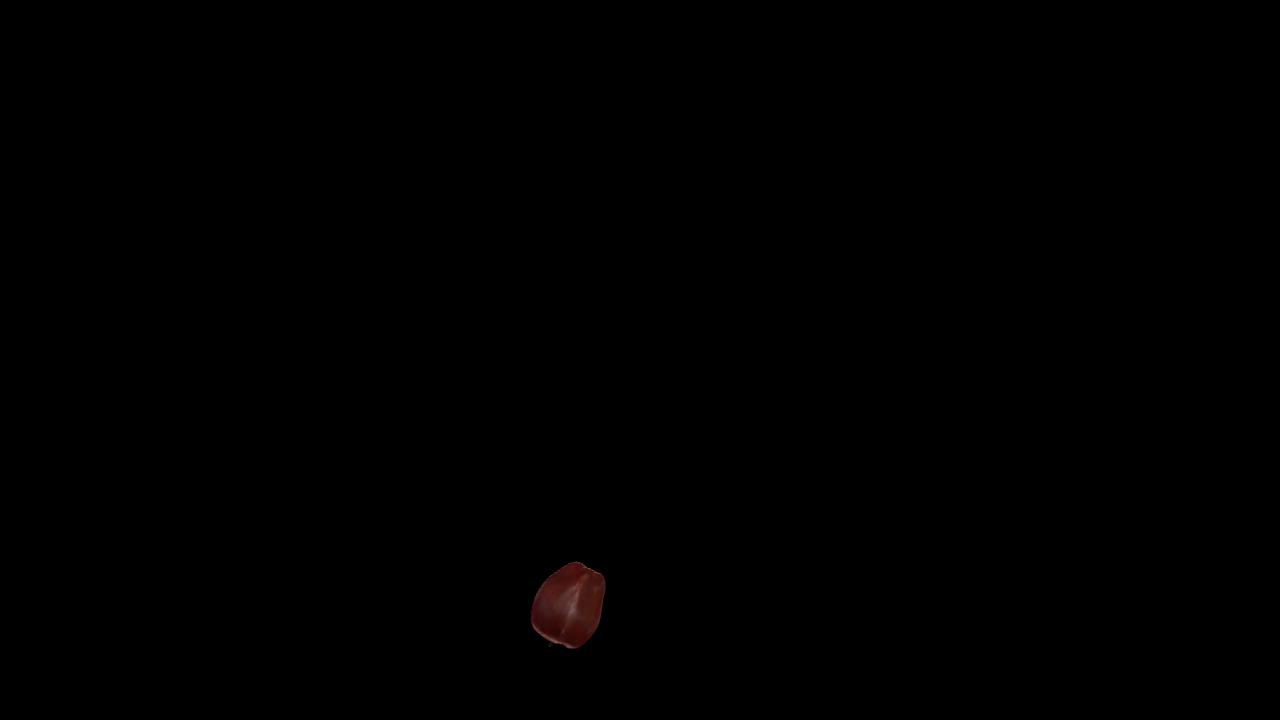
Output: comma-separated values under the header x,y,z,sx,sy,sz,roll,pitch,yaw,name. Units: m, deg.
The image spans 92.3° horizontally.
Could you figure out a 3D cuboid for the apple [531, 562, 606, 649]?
x,y,z,sx,sy,sz,roll,pitch,yaw,name
-0.080,0.276,0.692,0.079,0.093,0.079,25,-19,9,apple
